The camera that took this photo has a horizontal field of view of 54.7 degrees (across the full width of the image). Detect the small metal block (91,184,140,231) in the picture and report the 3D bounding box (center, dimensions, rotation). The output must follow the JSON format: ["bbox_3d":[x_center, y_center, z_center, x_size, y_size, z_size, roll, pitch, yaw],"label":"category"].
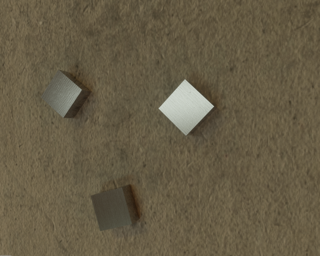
[{"bbox_3d":[-0.062,0.110,0.430,0.050,0.025,0.050,-18,84,18],"label":"small metal block"}]

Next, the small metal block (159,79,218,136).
[{"bbox_3d":[0.036,-0.026,0.396,0.050,0.025,0.050,46,104,14],"label":"small metal block"}]

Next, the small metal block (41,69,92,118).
[{"bbox_3d":[-0.138,-0.049,0.456,0.050,0.025,0.050,40,102,15],"label":"small metal block"}]
